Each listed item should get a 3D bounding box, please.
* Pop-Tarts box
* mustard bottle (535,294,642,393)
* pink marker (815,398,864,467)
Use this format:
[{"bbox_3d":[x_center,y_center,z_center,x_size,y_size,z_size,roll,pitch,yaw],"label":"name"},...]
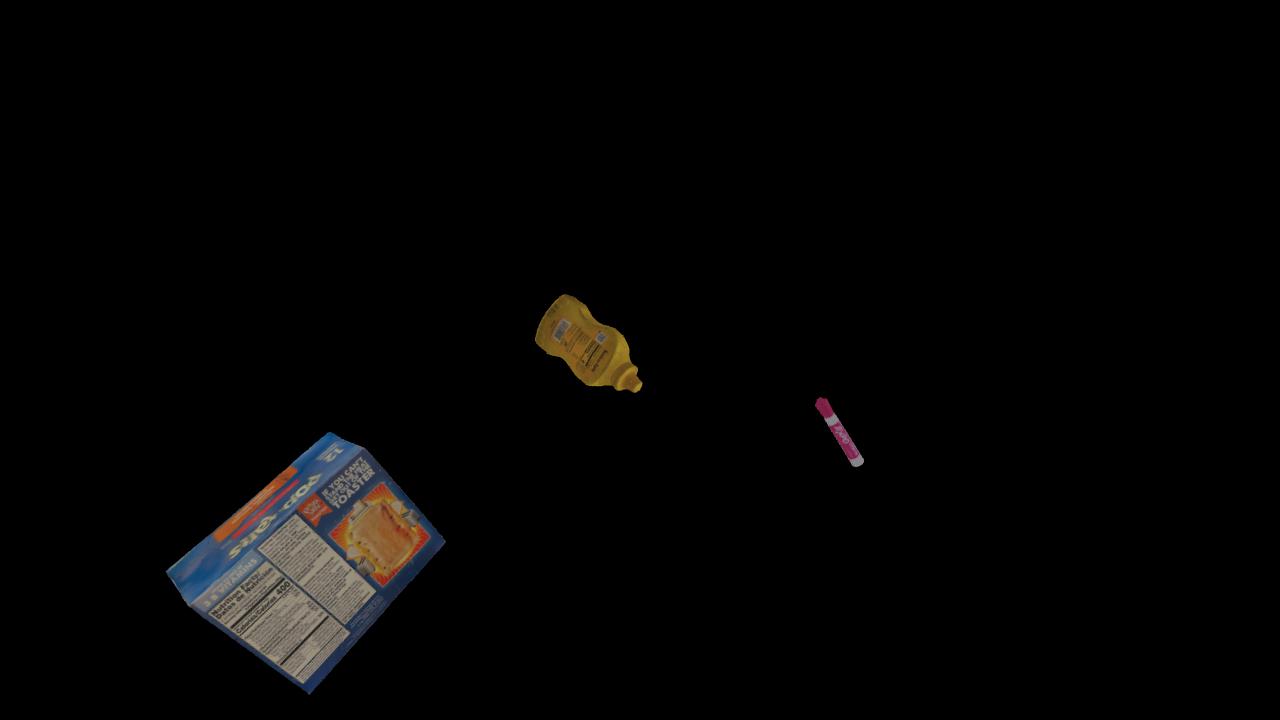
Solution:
[{"bbox_3d":[-0.292,0.178,0.559,0.083,0.141,0.167,6,44,40],"label":"Pop-Tarts box"},{"bbox_3d":[-0.066,-0.012,0.883,0.184,0.092,0.054,38,6,26],"label":"mustard bottle"},{"bbox_3d":[0.283,0.102,0.873,0.020,0.121,0.020,-32,18,11],"label":"pink marker"}]
